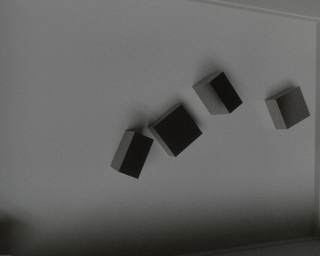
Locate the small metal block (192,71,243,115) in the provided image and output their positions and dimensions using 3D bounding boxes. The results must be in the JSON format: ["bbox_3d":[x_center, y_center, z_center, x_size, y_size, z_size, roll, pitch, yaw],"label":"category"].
[{"bbox_3d":[0.078,-0.046,0.426,0.025,0.050,0.050,-39,103,-16],"label":"small metal block"}]

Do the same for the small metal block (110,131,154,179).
[{"bbox_3d":[-0.036,0.032,0.384,0.025,0.050,0.050,24,82,-19],"label":"small metal block"}]

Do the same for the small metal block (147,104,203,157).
[{"bbox_3d":[0.020,0.003,0.418,0.050,0.025,0.050,-40,103,-16],"label":"small metal block"}]

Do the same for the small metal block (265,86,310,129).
[{"bbox_3d":[0.199,-0.031,0.484,0.050,0.025,0.050,-27,99,-18],"label":"small metal block"}]
